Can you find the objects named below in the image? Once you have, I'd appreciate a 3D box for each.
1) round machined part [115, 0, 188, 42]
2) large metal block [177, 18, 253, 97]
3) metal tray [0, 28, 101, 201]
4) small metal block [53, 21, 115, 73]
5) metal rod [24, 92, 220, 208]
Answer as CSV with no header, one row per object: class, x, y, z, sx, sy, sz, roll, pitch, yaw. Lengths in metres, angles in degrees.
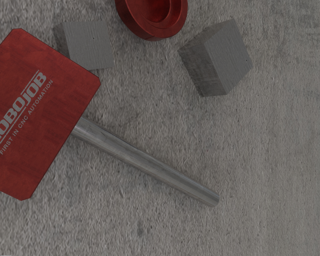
round machined part,-0.015,-0.155,0.380,0.099,0.042,0.097,0,90,-40
large metal block,0.084,-0.102,0.458,0.080,0.050,0.080,-44,117,-31
metal tray,-0.125,-0.013,0.278,0.090,0.030,0.130,32,69,-15
small metal block,-0.082,-0.087,0.336,0.050,0.025,0.050,-17,101,-39
metal rod,-0.023,0.041,0.385,0.301,0.025,0.025,34,69,-35
